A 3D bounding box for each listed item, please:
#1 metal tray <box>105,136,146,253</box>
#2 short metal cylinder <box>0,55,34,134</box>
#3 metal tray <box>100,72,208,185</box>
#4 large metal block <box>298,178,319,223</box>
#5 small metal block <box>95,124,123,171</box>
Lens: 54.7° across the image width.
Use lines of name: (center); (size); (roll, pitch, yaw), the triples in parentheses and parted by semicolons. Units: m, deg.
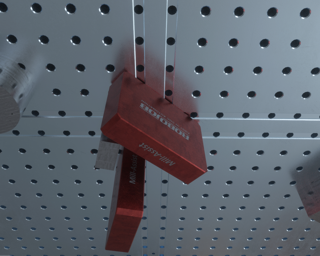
metal tray: (-0.044, 0.084, 0.413); (0.030, 0.130, 0.089); (11, 129, -10)
short metal cylinder: (-0.196, -0.039, 0.359); (0.081, 0.050, 0.079); (0, 130, 0)
metal tray: (-0.003, 0.000, 0.368); (0.130, 0.090, 0.030); (34, 122, -26)
large metal block: (0.289, 0.117, 0.499); (0.080, 0.050, 0.080); (29, 124, -23)
small metal block: (-0.067, 0.020, 0.411); (0.025, 0.050, 0.050); (11, 129, -10)
